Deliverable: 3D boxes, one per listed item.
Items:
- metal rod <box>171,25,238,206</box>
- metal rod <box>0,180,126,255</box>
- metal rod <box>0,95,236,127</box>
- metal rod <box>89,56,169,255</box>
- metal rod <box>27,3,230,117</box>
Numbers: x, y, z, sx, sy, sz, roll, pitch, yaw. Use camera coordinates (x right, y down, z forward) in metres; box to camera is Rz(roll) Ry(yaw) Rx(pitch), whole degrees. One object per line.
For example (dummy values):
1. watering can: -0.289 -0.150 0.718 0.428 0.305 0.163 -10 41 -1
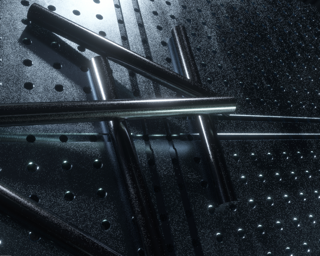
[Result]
1. metal rod: 0.060 -0.034 0.462 0.025 0.025 0.299 2 61 -28
2. metal rod: -0.140 0.070 0.290 0.301 0.025 0.025 34 51 -6
3. metal rod: -0.047 -0.021 0.363 0.303 0.025 0.025 -4 64 -20
4. metal rod: -0.036 0.041 0.364 0.025 0.025 0.299 -6 65 -31
5. metal rod: -0.034 -0.091 0.427 0.301 0.025 0.025 25 52 -6
